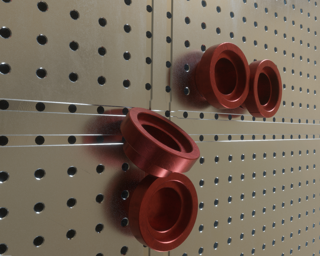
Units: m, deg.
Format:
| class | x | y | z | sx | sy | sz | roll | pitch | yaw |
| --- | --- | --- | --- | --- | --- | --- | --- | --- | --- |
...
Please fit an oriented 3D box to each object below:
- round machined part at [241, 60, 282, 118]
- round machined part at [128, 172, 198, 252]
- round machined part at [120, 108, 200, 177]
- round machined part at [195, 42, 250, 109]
| class | x | y | z | sx | sy | sz | roll | pitch | yaw |
| --- | --- | --- | --- | --- | --- | --- | --- | --- | --- |
| round machined part | 0.168 | -0.066 | 0.534 | 0.099 | 0.042 | 0.097 | -2 | 92 | -44 |
| round machined part | 0.000 | 0.102 | 0.397 | 0.099 | 0.042 | 0.097 | 0 | 90 | -40 |
| round machined part | -0.005 | 0.021 | 0.370 | 0.099 | 0.098 | 0.042 | 18 | 114 | -38 |
| round machined part | 0.092 | -0.078 | 0.474 | 0.099 | 0.042 | 0.097 | 0 | 90 | -40 |
